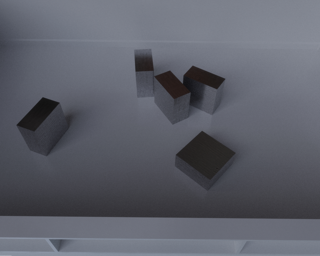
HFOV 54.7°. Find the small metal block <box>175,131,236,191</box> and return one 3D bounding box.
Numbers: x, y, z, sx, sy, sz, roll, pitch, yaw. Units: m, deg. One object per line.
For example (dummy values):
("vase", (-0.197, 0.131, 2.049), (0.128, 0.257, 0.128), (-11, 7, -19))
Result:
("small metal block", (0.054, 0.038, 0.374), (0.050, 0.025, 0.050), (35, 58, 25))

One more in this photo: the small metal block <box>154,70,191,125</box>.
("small metal block", (0.016, -0.041, 0.424), (0.025, 0.050, 0.050), (-24, 55, -19))

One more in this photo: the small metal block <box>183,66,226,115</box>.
("small metal block", (0.060, -0.052, 0.434), (0.050, 0.050, 0.025), (27, 55, 20))

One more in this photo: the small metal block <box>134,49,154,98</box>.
("small metal block", (-0.023, -0.080, 0.456), (0.025, 0.050, 0.050), (-4, 50, -3))

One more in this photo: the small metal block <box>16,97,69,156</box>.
("small metal block", (-0.145, -0.001, 0.388), (0.025, 0.050, 0.050), (18, 52, 14))
